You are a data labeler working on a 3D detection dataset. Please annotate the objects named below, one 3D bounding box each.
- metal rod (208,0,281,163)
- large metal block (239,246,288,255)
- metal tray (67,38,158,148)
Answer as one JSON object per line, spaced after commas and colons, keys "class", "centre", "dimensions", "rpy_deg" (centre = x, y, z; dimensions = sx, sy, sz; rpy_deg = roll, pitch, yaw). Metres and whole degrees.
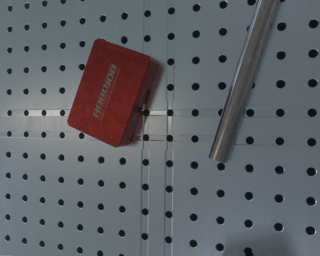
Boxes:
{"class": "metal rod", "centre": [0.115, -0.103, 0.372], "dimensions": [0.025, 0.025, 0.298], "rpy_deg": [19, 96, 19]}
{"class": "large metal block", "centre": [0.119, 0.193, 0.357], "dimensions": [0.080, 0.050, 0.080], "rpy_deg": [-21, 83, 18]}
{"class": "metal tray", "centre": [-0.067, -0.048, 0.434], "dimensions": [0.090, 0.030, 0.129], "rpy_deg": [23, 98, 18]}
